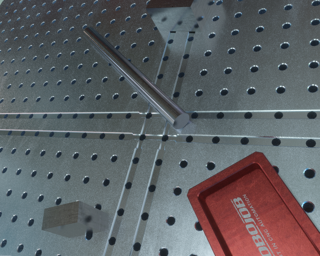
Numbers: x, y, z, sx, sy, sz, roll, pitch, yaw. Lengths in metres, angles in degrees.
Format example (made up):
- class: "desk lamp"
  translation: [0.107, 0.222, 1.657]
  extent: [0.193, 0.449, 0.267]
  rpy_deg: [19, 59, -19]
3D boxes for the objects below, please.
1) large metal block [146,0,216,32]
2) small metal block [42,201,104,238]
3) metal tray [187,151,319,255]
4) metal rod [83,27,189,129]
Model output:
- class: "large metal block"
  translation: [0.037, -0.203, 0.496]
  extent: [0.080, 0.050, 0.080]
  rpy_deg: [12, 68, 33]
- class: "small metal block"
  translation: [-0.105, 0.112, 0.376]
  extent: [0.050, 0.050, 0.025]
  rpy_deg: [-17, 55, 18]
- class: "metal tray"
  translation: [0.093, 0.097, 0.295]
  extent: [0.090, 0.030, 0.130]
  rpy_deg: [-31, 52, 7]
- class: "metal rod"
  translation: [-0.053, -0.094, 0.491]
  extent: [0.025, 0.025, 0.300]
  rpy_deg: [-42, 51, -1]
